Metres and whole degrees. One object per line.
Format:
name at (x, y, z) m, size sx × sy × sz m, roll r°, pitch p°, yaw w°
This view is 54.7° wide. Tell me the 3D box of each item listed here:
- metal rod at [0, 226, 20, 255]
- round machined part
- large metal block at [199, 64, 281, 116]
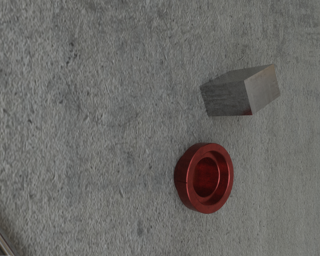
metal rod at (-0.153, 0.098, 0.276) m, size 0.025 × 0.025 × 0.299 m, roll -36°, pitch 112°, yaw -34°
round machined part at (0.058, 0.069, 0.443) m, size 0.099 × 0.042 × 0.097 m, roll 0°, pitch 90°, yaw -40°
large metal block at (0.121, -0.057, 0.471) m, size 0.081 × 0.080 × 0.050 m, roll -30°, pitch 109°, yaw -36°
